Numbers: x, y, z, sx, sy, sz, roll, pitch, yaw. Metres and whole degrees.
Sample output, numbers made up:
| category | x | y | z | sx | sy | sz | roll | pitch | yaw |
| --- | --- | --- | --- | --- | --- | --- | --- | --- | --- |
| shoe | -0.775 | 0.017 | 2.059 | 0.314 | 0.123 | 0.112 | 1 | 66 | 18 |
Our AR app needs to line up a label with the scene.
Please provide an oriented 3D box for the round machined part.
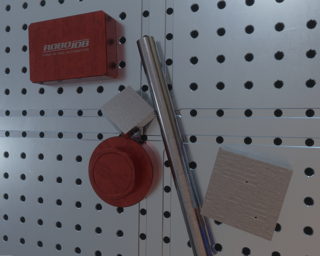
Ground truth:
| category | x | y | z | sx | sy | sz | roll | pitch | yaw |
| --- | --- | --- | --- | --- | --- | --- | --- | --- | --- |
| round machined part | -0.056 | 0.060 | 0.422 | 0.098 | 0.042 | 0.097 | 0 | 90 | 19 |

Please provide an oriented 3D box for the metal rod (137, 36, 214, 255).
| category | x | y | z | sx | sy | sz | roll | pitch | yaw |
| --- | --- | --- | --- | --- | --- | --- | --- | --- | --- |
| metal rod | 0.019 | 0.025 | 0.405 | 0.025 | 0.025 | 0.298 | -17 | 85 | 19 |

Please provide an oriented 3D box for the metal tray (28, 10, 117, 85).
| category | x | y | z | sx | sy | sz | roll | pitch | yaw |
| --- | --- | --- | --- | --- | --- | --- | --- | --- | --- |
| metal tray | -0.129 | -0.114 | 0.454 | 0.130 | 0.030 | 0.089 | -2 | 89 | 19 |

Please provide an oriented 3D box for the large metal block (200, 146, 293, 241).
| category | x | y | z | sx | sy | sz | roll | pitch | yaw |
| --- | --- | --- | --- | --- | --- | --- | --- | --- | --- |
| large metal block | 0.101 | 0.072 | 0.363 | 0.080 | 0.050 | 0.079 | 17 | 96 | 19 |

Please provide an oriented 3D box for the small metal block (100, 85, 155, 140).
| category | x | y | z | sx | sy | sz | roll | pitch | yaw |
| --- | --- | --- | --- | --- | --- | --- | --- | --- | --- |
| small metal block | -0.043 | -0.020 | 0.415 | 0.050 | 0.025 | 0.050 | -41 | 75 | -15 |
